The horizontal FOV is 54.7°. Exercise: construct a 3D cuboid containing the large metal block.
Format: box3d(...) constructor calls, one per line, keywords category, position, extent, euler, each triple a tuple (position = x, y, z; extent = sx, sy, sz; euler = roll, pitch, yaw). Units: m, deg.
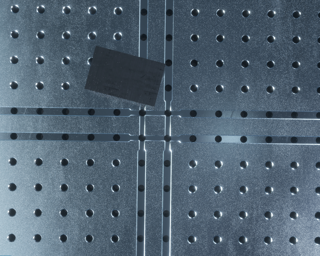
box3d(category="large metal block", position=(-0.039, -0.058, 0.385), extent=(0.080, 0.080, 0.050), euler=(14, 90, -1))
